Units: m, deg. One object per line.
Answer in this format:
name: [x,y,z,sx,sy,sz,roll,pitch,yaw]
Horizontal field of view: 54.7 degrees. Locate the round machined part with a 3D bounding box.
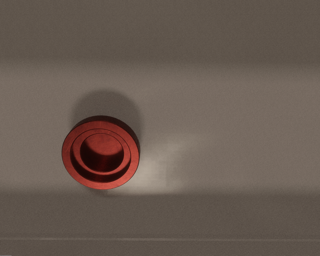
round machined part: [-0.075,0.029,0.412,0.099,0.042,0.097,0,110,-1]
